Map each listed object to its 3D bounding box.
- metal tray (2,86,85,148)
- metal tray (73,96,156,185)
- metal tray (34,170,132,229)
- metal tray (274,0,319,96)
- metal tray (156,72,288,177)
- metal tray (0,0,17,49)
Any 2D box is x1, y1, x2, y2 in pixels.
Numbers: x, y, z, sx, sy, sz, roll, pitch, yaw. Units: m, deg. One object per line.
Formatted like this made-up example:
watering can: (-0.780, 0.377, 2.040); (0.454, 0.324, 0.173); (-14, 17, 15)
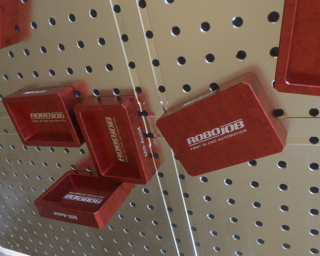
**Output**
metal tray: (-0.181, -0.016, 0.494); (0.130, 0.030, 0.090); (0, 118, 28)
metal tray: (-0.064, 0.019, 0.454); (0.090, 0.030, 0.129); (1, 119, 28)
metal tray: (-0.124, 0.111, 0.504); (0.130, 0.090, 0.030); (1, 119, 28)
metal tray: (0.155, -0.092, 0.269); (0.090, 0.030, 0.129); (10, 123, 23)
metal tray: (0.070, 0.002, 0.372); (0.130, 0.030, 0.090); (-23, 106, 36)
metal tray: (-0.264, -0.180, 0.437); (0.130, 0.030, 0.089); (29, 128, 10)
